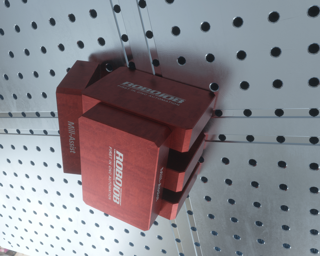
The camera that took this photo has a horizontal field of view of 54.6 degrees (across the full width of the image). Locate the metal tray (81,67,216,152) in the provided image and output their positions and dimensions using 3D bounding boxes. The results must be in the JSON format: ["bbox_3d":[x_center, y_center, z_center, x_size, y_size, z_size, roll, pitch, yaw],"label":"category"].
[{"bbox_3d":[-0.012,-0.027,0.358,0.130,0.090,0.030,19,126,17],"label":"metal tray"}]

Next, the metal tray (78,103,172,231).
[{"bbox_3d":[-0.041,0.046,0.341,0.090,0.030,0.129,19,126,17],"label":"metal tray"}]

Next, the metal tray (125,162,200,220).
[{"bbox_3d":[-0.022,0.059,0.418,0.130,0.090,0.030,19,126,16],"label":"metal tray"}]

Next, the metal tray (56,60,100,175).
[{"bbox_3d":[-0.104,-0.013,0.413,0.030,0.090,0.129,7,124,-1],"label":"metal tray"}]

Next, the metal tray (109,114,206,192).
[{"bbox_3d":[-0.018,0.022,0.391,0.130,0.090,0.030,18,124,16],"label":"metal tray"}]
